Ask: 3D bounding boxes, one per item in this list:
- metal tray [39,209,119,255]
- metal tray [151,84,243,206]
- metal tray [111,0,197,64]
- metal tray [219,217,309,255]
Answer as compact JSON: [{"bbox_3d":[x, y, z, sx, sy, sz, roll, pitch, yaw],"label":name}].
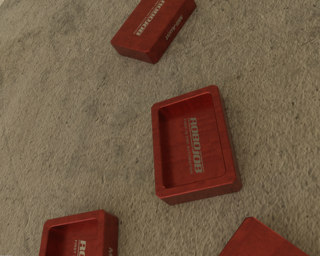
[{"bbox_3d":[-0.095,0.165,0.348,0.090,0.030,0.130,-15,55,19],"label":"metal tray"},{"bbox_3d":[0.039,0.018,0.369,0.090,0.030,0.130,-16,55,18],"label":"metal tray"},{"bbox_3d":[-0.011,-0.172,0.512,0.090,0.030,0.130,24,74,36],"label":"metal tray"},{"bbox_3d":[0.105,0.149,0.255,0.130,0.030,0.090,32,79,38],"label":"metal tray"}]
